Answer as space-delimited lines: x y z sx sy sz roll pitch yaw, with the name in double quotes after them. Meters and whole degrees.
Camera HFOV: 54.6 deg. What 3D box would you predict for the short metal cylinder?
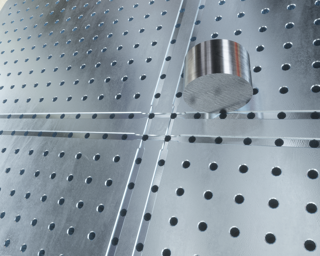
0.069 -0.060 0.374 0.080 0.080 0.050 -10 58 23 "short metal cylinder"
